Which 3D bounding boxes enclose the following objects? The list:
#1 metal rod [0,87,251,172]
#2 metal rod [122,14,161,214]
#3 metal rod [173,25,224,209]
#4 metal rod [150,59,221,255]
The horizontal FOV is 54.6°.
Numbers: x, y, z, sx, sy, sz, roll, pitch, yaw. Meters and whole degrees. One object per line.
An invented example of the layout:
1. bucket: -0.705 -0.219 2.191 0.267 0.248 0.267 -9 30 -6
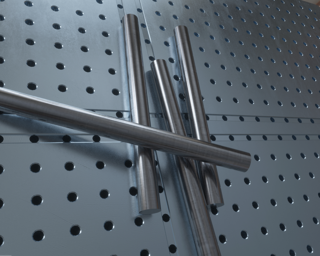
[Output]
1. metal rod: -0.038 0.004 0.356 0.302 0.025 0.025 15 55 -9
2. metal rod: -0.029 -0.038 0.415 0.025 0.025 0.299 6 59 -25
3. metal rod: 0.051 -0.034 0.455 0.025 0.025 0.299 7 59 -25
4. metal rod: 0.030 0.037 0.401 0.025 0.025 0.299 0 62 -28
